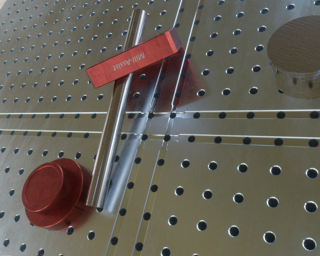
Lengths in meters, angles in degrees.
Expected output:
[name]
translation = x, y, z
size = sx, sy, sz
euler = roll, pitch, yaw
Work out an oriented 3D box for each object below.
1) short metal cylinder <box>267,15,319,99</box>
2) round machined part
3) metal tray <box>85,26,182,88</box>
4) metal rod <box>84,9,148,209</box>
[short metal cylinder]
translation = 0.168, -0.080, 0.353
size = 0.080, 0.050, 0.080
euler = -13, 56, 21
[round machined part]
translation = -0.146, 0.085, 0.422
size = 0.098, 0.042, 0.098
euler = -13, 56, 21
[metal tray]
translation = -0.036, -0.106, 0.458
size = 0.130, 0.030, 0.090
euler = -21, 18, 16
[metal rod]
translation = -0.057, -0.040, 0.439
size = 0.025, 0.025, 0.299
euler = 0, 69, 28
